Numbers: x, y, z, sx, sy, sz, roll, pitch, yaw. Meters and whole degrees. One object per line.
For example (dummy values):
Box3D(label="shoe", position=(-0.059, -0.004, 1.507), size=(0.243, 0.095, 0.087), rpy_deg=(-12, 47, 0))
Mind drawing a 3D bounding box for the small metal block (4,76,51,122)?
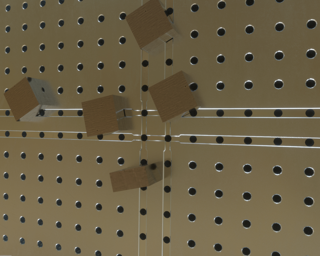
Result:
Box3D(label="small metal block", position=(-0.208, -0.044, 0.484), size=(0.050, 0.025, 0.050), rpy_deg=(-31, 80, 17))

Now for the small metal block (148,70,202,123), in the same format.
Box3D(label="small metal block", position=(0.020, -0.040, 0.405), size=(0.050, 0.025, 0.050), rpy_deg=(-26, 82, 18))

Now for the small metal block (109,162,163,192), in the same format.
Box3D(label="small metal block", position=(-0.030, 0.064, 0.409), size=(0.050, 0.050, 0.025), rpy_deg=(-13, 86, 19))

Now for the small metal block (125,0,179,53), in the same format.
Box3D(label="small metal block", position=(-0.011, -0.138, 0.416), size=(0.050, 0.025, 0.050), rpy_deg=(-28, 81, 17))

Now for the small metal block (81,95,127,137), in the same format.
Box3D(label="small metal block", position=(-0.079, -0.016, 0.439), size=(0.050, 0.025, 0.050), rpy_deg=(-12, 86, 19))
